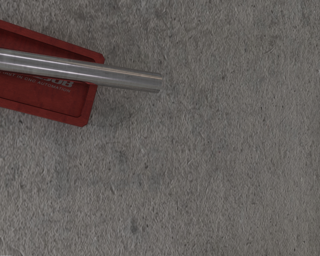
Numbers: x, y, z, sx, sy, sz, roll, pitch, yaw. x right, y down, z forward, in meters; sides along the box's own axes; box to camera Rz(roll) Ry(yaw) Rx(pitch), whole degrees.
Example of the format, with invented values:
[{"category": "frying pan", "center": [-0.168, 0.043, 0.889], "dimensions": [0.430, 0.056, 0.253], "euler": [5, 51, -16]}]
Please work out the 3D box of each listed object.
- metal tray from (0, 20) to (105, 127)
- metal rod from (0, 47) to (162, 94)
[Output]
[{"category": "metal tray", "center": [-0.139, -0.059, 0.354], "dimensions": [0.131, 0.030, 0.090], "euler": [15, 85, -20]}, {"category": "metal rod", "center": [-0.143, -0.068, 0.323], "dimensions": [0.302, 0.025, 0.025], "euler": [6, 88, -20]}]
